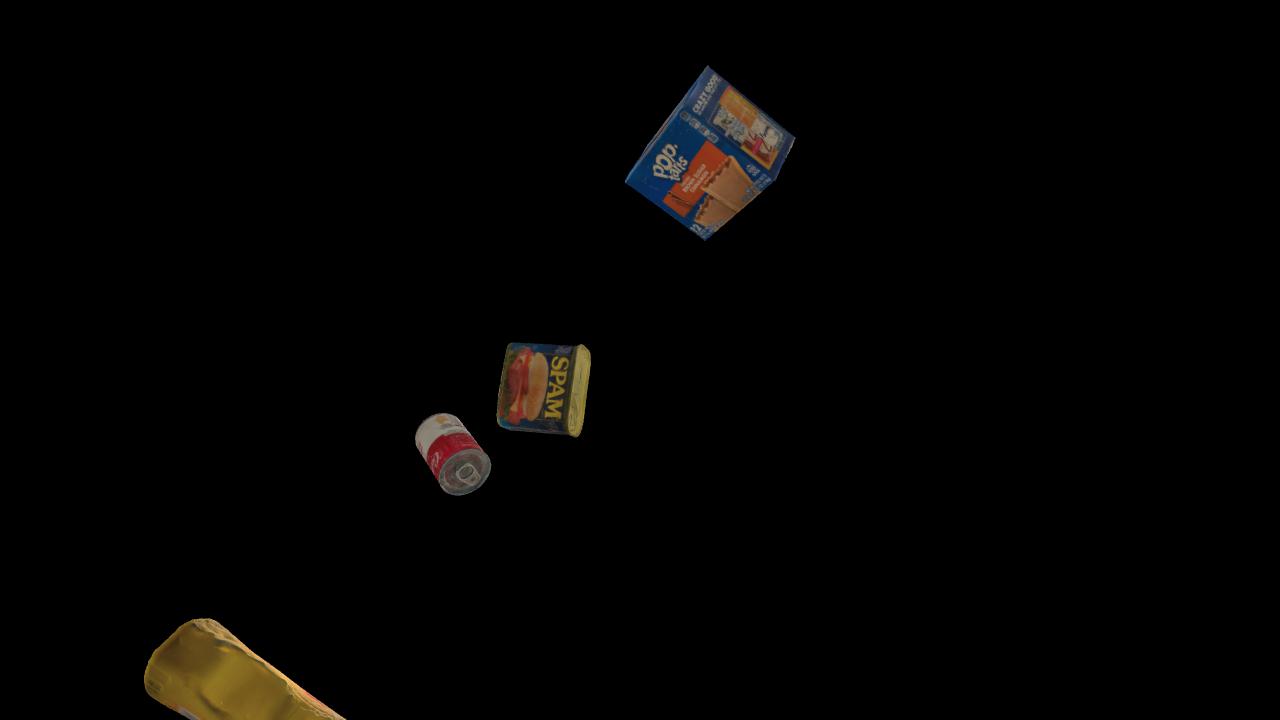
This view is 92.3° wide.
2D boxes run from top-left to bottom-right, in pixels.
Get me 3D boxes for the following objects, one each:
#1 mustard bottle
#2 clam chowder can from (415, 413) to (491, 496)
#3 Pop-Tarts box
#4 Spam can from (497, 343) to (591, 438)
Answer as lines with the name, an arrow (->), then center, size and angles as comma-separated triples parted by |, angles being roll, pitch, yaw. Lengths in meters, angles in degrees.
mustard bottle -> -0.250, 0.258, 0.431 | 0.184, 0.092, 0.054 | 33, 39, 4
clam chowder can -> -0.247, 0.121, 0.806 | 0.068, 0.068, 0.102 | 0, 24, -38
Pop-Tarts box -> 0.085, -0.256, 0.792 | 0.141, 0.083, 0.167 | 34, -28, -13
Spam can -> -0.107, 0.032, 0.686 | 0.085, 0.101, 0.058 | 4, -14, 12
